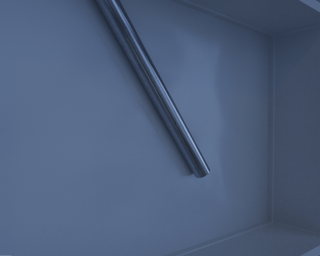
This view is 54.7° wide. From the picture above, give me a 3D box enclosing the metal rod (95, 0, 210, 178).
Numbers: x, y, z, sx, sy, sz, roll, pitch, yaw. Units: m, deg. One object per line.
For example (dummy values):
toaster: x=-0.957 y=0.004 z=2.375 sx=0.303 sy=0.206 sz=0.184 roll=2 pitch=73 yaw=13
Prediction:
metal rod: x=-0.006 y=-0.053 z=0.403 sx=0.025 sy=0.025 sz=0.299 roll=-45 pitch=117 yaw=-31
